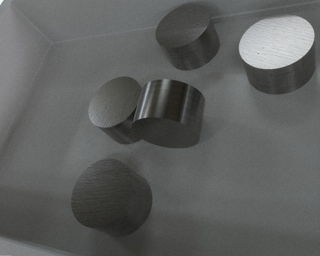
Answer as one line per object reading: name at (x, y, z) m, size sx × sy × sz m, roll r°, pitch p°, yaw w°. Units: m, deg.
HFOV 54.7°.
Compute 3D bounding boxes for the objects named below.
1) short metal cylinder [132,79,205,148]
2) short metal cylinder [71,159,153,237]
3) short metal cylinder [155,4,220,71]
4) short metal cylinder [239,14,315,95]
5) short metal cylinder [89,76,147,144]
short metal cylinder at (0.011, -0.015, 0.373) m, size 0.080 × 0.080 × 0.050 m, roll -1°, pitch 61°, yaw 27°
short metal cylinder at (-0.056, 0.083, 0.367) m, size 0.080 × 0.050 × 0.080 m, roll -13°, pitch 56°, yaw 20°
short metal cylinder at (0.041, -0.130, 0.447) m, size 0.080 × 0.050 × 0.080 m, roll -13°, pitch 56°, yaw 20°
short metal cylinder at (0.140, -0.087, 0.369) m, size 0.080 × 0.050 × 0.080 m, roll -13°, pitch 56°, yaw 20°
short metal cylinder at (-0.050, -0.024, 0.428) m, size 0.080 × 0.050 × 0.080 m, roll -14°, pitch 56°, yaw 21°
